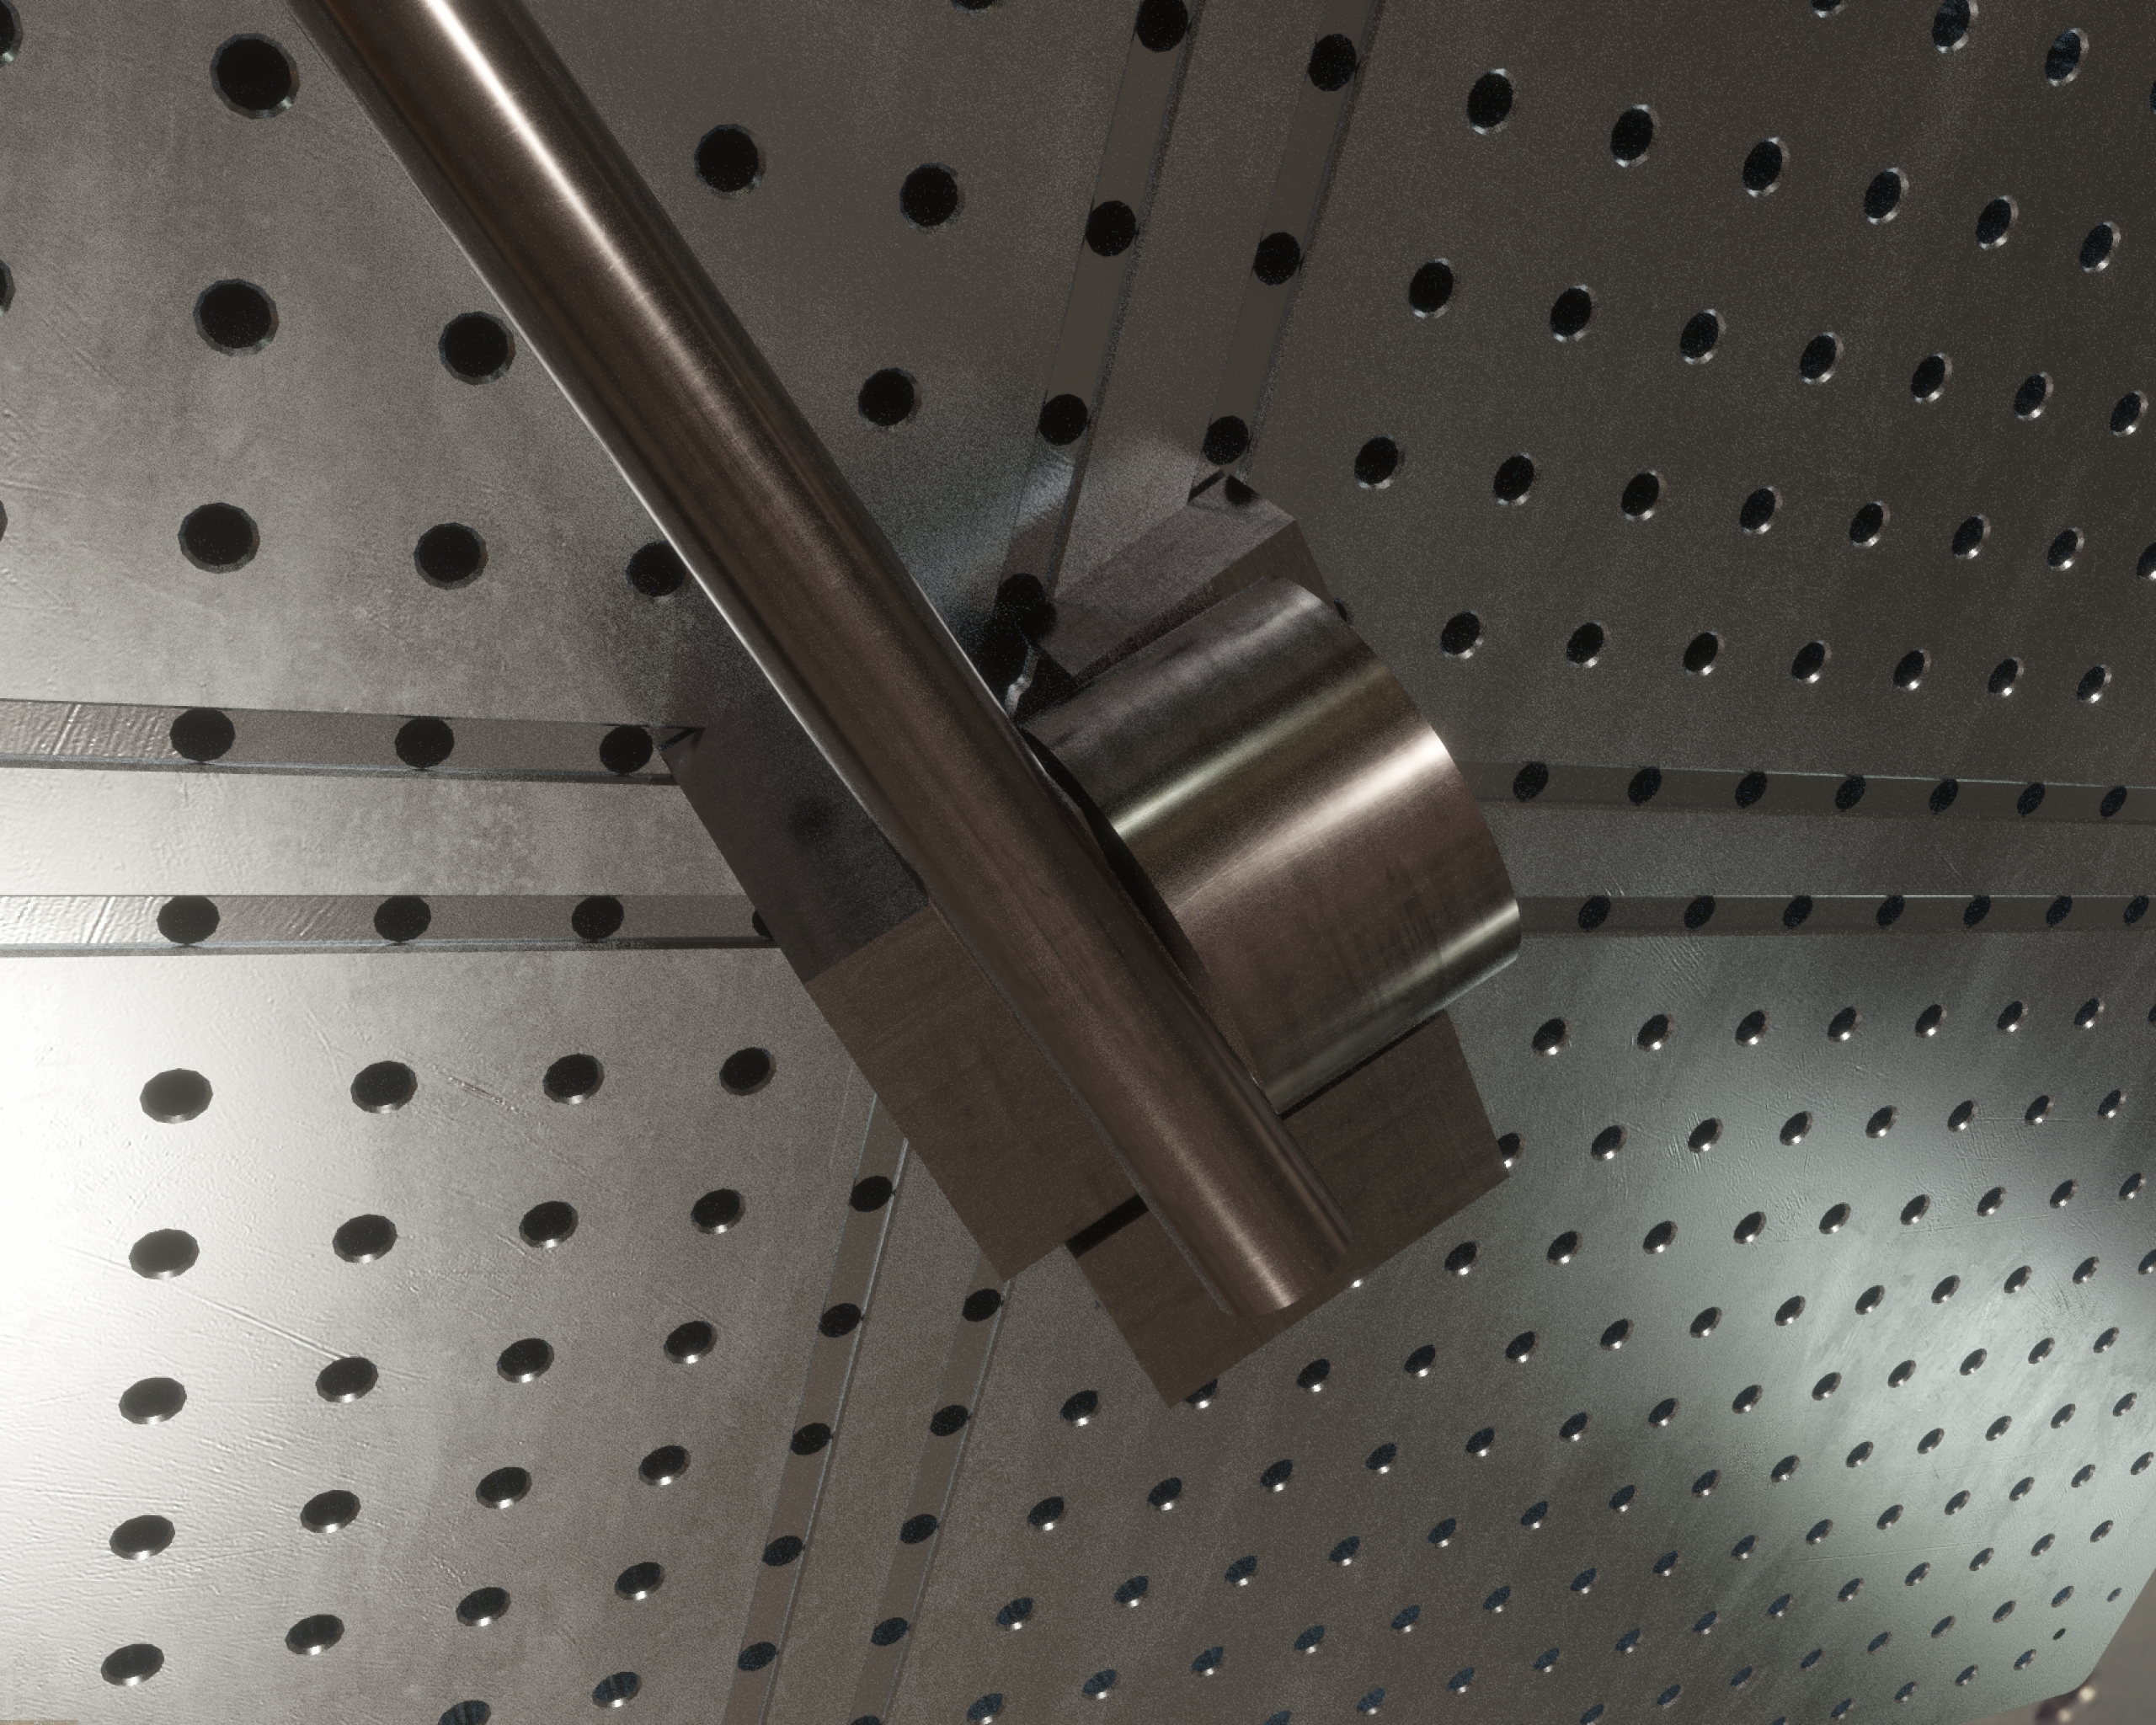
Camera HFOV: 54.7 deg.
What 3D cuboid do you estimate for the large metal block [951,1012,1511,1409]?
[{"bbox_3d":[0.025,0.046,0.417,0.080,0.080,0.050,-33,129,-7],"label":"large metal block"}]

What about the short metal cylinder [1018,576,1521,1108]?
[{"bbox_3d":[0.031,-0.002,0.360,0.050,0.080,0.080,-32,129,-8],"label":"short metal cylinder"}]

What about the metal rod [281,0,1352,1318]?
[{"bbox_3d":[-0.048,-0.054,0.285,0.025,0.025,0.299,-36,108,-5],"label":"metal rod"}]

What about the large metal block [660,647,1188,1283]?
[{"bbox_3d":[-0.023,0.014,0.374,0.050,0.080,0.080,-33,129,-7],"label":"large metal block"}]

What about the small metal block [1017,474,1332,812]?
[{"bbox_3d":[0.024,-0.038,0.403,0.050,0.025,0.050,-36,130,-5],"label":"small metal block"}]
